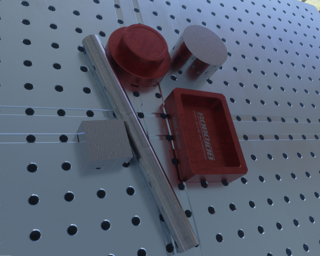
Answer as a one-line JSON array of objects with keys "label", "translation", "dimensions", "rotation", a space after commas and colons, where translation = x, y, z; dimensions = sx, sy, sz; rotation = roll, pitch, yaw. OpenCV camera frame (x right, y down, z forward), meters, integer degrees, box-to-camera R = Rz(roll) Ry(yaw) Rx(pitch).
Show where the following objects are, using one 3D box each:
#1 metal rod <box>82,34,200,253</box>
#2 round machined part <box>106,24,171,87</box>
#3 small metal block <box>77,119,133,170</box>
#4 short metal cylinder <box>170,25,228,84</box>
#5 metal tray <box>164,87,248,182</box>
[{"label": "metal rod", "translation": [-0.032, 0.006, 0.388], "dimensions": [0.025, 0.025, 0.299], "rotation": [-15, 70, -34]}, {"label": "round machined part", "translation": [-0.027, -0.112, 0.453], "dimensions": [0.099, 0.042, 0.098], "rotation": [14, 56, -21]}, {"label": "small metal block", "translation": [-0.065, 0.018, 0.363], "dimensions": [0.050, 0.025, 0.050], "rotation": [-4, 64, -30]}, {"label": "short metal cylinder", "translation": [0.061, -0.118, 0.499], "dimensions": [0.081, 0.050, 0.080], "rotation": [14, 56, -21]}, {"label": "metal tray", "translation": [0.063, 0.009, 0.435], "dimensions": [0.091, 0.030, 0.130], "rotation": [4, 60, -27]}]
